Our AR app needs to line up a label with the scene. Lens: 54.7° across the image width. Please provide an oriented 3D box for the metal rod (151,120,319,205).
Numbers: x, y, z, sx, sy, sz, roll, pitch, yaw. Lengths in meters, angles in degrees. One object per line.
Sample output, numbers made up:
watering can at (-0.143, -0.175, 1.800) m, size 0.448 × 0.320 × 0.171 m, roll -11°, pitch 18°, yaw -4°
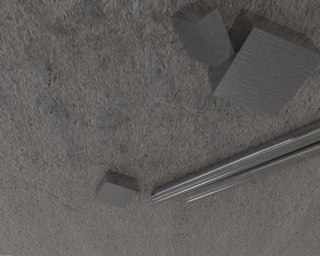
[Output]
metal rod at (0.119, 0.049, 0.450) m, size 0.300 × 0.025 × 0.025 m, roll -26°, pitch 126°, yaw 20°

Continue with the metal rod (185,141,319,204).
metal rod at (0.173, 0.050, 0.451) m, size 0.300 × 0.025 × 0.025 m, roll -26°, pitch 126°, yaw 20°

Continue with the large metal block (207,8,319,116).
large metal block at (0.108, -0.068, 0.334) m, size 0.081 × 0.050 × 0.079 m, roll 16°, pitch 128°, yaw -14°

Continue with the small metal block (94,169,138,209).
small metal block at (-0.070, 0.097, 0.489) m, size 0.050 × 0.025 × 0.050 m, roll 22°, pitch 127°, yaw -18°

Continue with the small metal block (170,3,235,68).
small metal block at (0.042, -0.093, 0.308) m, size 0.025 × 0.050 × 0.050 m, roll -38°, pitch 126°, yaw -6°
